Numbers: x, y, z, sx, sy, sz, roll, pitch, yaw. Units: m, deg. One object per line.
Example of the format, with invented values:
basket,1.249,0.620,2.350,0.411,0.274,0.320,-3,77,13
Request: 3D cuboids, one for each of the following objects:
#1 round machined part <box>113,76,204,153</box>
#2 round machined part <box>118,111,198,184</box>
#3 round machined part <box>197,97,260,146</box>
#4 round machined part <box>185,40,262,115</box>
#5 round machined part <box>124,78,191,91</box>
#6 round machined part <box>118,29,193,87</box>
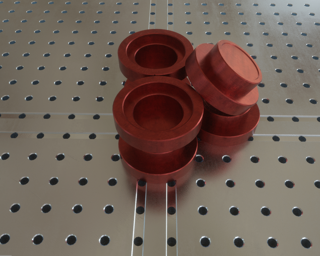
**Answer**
round machined part,-0.002,-0.011,0.351,0.099,0.042,0.098,0,50,0
round machined part,-0.003,0.016,0.384,0.099,0.042,0.098,0,50,0
round machined part,0.086,-0.026,0.420,0.099,0.042,0.098,0,50,0
round machined part,0.082,-0.066,0.371,0.099,0.042,0.098,22,45,-24
round machined part,-0.003,-0.059,0.448,0.099,0.042,0.098,0,50,0
round machined part,-0.005,-0.087,0.415,0.099,0.042,0.098,0,50,0
